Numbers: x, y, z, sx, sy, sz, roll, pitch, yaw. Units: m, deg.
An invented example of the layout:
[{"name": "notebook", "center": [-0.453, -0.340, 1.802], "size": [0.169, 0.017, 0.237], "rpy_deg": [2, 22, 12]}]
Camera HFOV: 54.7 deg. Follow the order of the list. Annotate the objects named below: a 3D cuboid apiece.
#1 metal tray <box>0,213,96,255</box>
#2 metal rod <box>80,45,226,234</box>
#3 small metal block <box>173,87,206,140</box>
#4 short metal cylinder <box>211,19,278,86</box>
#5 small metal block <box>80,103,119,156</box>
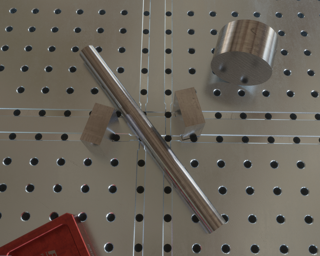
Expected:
[{"name": "metal tray", "center": [-0.112, 0.174, 0.344], "size": [0.090, 0.030, 0.130], "rpy_deg": [-27, 72, -10]}, {"name": "metal rod", "center": [-0.019, 0.004, 0.410], "size": [0.025, 0.025, 0.299], "rpy_deg": [-34, 74, -12]}, {"name": "small metal block", "center": [0.037, -0.018, 0.406], "size": [0.025, 0.050, 0.050], "rpy_deg": [-13, 71, -5]}, {"name": "short metal cylinder", "center": [0.114, -0.100, 0.420], "size": [0.080, 0.080, 0.050], "rpy_deg": [16, 71, 5]}, {"name": "small metal block", "center": [-0.075, 0.003, 0.397], "size": [0.025, 0.050, 0.050], "rpy_deg": [16, 71, 5]}]
